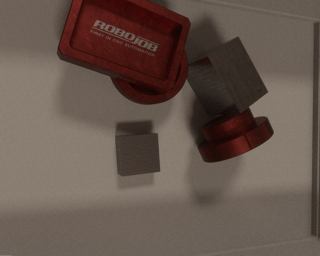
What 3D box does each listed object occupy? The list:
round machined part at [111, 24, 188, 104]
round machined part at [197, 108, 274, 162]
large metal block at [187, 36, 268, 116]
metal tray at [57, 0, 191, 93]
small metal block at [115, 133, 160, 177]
[{"bbox_3d":[-0.018,-0.078,0.396,0.099,0.042,0.097,0,90,-20],"label":"round machined part"},{"bbox_3d":[0.094,0.005,0.408,0.099,0.098,0.042,-26,94,-18],"label":"round machined part"},{"bbox_3d":[0.082,-0.065,0.413,0.050,0.080,0.080,-36,102,-17],"label":"large metal block"},{"bbox_3d":[-0.038,-0.101,0.349,0.131,0.030,0.090,17,84,-19],"label":"metal tray"},{"bbox_3d":[-0.029,0.033,0.401,0.050,0.025,0.050,-4,92,-20],"label":"small metal block"}]
